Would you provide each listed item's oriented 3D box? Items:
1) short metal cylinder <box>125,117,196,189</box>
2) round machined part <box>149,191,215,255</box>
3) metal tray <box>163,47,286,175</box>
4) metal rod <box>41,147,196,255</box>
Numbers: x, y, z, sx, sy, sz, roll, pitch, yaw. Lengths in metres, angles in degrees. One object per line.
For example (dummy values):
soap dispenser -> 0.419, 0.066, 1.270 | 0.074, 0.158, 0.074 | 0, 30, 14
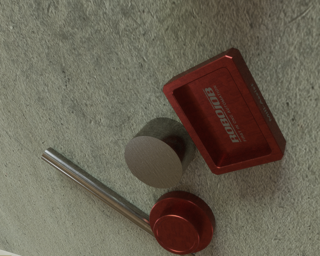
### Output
short metal cylinder -> 0.001, 0.033, 0.409 | 0.080, 0.050, 0.079 | 13, 124, 20
round machined part -> 0.029, 0.146, 0.458 | 0.098, 0.042, 0.097 | 7, 112, 18
metal tray -> 0.074, -0.013, 0.355 | 0.090, 0.030, 0.130 | -22, 107, 35
metal rod -> -0.071, 0.126, 0.519 | 0.301, 0.025, 0.025 | 34, 129, 5
